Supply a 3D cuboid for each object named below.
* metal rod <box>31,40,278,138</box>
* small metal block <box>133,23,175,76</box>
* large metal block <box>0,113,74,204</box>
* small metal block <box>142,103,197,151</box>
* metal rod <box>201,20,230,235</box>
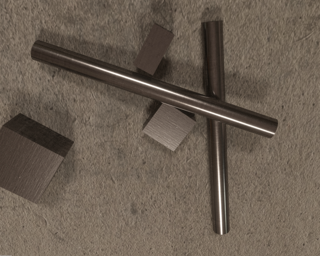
[{"bbox_3d":[-0.006,-0.047,0.374,0.302,0.025,0.025,18,109,0],"label":"metal rod"},{"bbox_3d":[-0.007,-0.094,0.362,0.025,0.050,0.050,27,108,-10],"label":"small metal block"},{"bbox_3d":[-0.174,0.040,0.409,0.080,0.050,0.080,30,107,-11],"label":"large metal block"},{"bbox_3d":[0.012,-0.006,0.408,0.050,0.025,0.050,33,106,-12],"label":"small metal block"},{"bbox_3d":[0.077,0.014,0.415,0.025,0.025,0.298,-6,110,2],"label":"metal rod"}]
